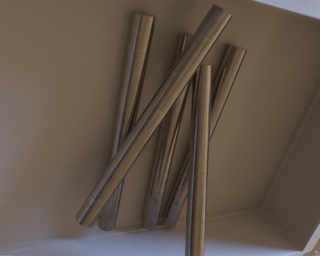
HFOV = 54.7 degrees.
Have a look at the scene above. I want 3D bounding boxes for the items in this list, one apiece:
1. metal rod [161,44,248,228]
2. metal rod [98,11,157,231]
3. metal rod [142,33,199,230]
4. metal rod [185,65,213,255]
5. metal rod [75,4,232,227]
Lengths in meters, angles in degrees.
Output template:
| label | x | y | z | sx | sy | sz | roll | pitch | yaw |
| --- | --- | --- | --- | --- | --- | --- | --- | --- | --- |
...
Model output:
| label | x | y | z | sx | sy | sz | roll | pitch | yaw |
| --- | --- | --- | --- | --- | --- | --- | --- | --- | --- |
| metal rod | 0.057 | 0.026 | 0.455 | 0.025 | 0.025 | 0.298 | 4 | 116 | -30 |
| metal rod | -0.047 | 0.011 | 0.389 | 0.025 | 0.025 | 0.298 | -1 | 119 | -28 |
| metal rod | 0.009 | 0.023 | 0.427 | 0.025 | 0.025 | 0.298 | -3 | 120 | -27 |
| metal rod | 0.049 | 0.070 | 0.403 | 0.025 | 0.025 | 0.298 | 0 | 95 | -28 |
| metal rod | -0.014 | -0.004 | 0.363 | 0.025 | 0.025 | 0.299 | 25 | 105 | -37 |
